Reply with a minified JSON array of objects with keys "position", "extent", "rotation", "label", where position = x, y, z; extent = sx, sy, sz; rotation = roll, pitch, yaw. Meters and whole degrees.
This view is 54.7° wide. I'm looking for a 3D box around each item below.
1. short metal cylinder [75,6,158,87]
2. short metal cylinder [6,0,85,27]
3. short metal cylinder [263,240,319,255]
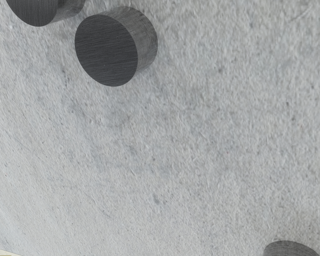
[{"position":[-0.049,-0.094,0.357],"extent":[0.080,0.050,0.079],"rotation":[13,124,20],"label":"short metal cylinder"},{"position":[-0.134,-0.164,0.358],"extent":[0.080,0.050,0.079],"rotation":[13,124,20],"label":"short metal cylinder"},{"position":[0.178,0.202,0.421],"extent":[0.080,0.050,0.079],"rotation":[13,124,20],"label":"short metal cylinder"}]
